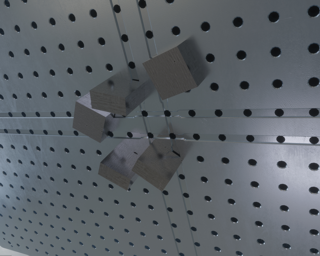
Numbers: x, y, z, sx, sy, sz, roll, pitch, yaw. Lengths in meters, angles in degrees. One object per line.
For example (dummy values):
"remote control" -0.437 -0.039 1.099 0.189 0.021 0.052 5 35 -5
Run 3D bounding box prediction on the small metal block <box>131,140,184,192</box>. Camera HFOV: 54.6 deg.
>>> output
"small metal block" -0.003 0.051 0.428 0.050 0.050 0.025 34 129 6

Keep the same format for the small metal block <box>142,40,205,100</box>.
"small metal block" 0.016 -0.066 0.362 0.050 0.025 0.050 -18 109 35

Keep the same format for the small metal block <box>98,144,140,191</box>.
"small metal block" -0.055 0.057 0.460 0.050 0.050 0.025 27 128 11

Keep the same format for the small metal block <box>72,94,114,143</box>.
"small metal block" -0.098 -0.014 0.455 0.050 0.025 0.050 28 128 10

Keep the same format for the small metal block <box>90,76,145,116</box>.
"small metal block" -0.053 -0.042 0.398 0.050 0.050 0.025 13 124 21
